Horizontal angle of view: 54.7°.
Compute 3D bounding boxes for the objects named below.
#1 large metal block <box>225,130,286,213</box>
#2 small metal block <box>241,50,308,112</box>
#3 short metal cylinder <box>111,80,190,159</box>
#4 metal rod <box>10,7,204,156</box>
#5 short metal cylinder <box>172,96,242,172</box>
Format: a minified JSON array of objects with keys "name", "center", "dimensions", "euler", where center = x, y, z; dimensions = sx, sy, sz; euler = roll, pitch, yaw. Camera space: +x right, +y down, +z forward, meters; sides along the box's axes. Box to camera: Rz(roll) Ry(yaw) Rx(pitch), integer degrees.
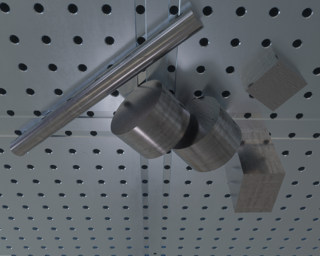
[{"name":"large metal block","center":[0.126,0.059,0.428],"dimensions":[0.050,0.080,0.079],"euler":[-1,130,0]},{"name":"small metal block","center":[0.134,-0.055,0.367],"dimensions":[0.050,0.025,0.050],"euler":[30,124,-23]},{"name":"short metal cylinder","center":[-0.012,-0.010,0.367],"dimensions":[0.080,0.080,0.050],"euler":[-33,123,25]},{"name":"metal rod","center":[-0.080,-0.042,0.374],"dimensions":[0.300,0.025,0.025],"euler":[-31,124,23]},{"name":"short metal cylinder","center":[0.052,0.007,0.382],"dimensions":[0.080,0.080,0.050],"euler":[-31,124,23]}]
